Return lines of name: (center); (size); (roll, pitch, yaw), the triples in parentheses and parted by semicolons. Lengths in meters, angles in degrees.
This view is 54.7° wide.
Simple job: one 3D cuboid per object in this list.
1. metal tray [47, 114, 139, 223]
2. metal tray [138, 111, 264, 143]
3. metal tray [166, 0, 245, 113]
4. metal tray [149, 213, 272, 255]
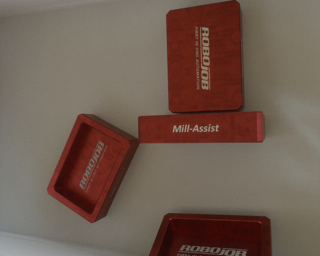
metal tray: (-0.097, 0.055, 0.441); (0.090, 0.030, 0.129); (28, 99, 17)
metal tray: (0.051, 0.000, 0.357); (0.130, 0.090, 0.030); (-1, 90, 20)
metal tray: (0.057, -0.084, 0.388); (0.090, 0.030, 0.129); (-2, 89, 20)
metal tray: (0.058, 0.141, 0.353); (0.130, 0.090, 0.030); (-4, 116, 20)
